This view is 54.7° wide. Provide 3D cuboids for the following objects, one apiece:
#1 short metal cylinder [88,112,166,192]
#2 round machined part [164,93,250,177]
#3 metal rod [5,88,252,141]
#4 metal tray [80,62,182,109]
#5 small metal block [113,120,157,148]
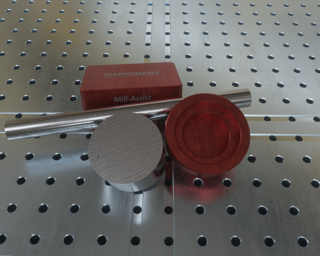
[{"bbox_3d":[-0.035,0.029,0.352,0.080,0.050,0.080,-2,68,5],"label":"short metal cylinder"},{"bbox_3d":[0.054,0.011,0.373,0.099,0.042,0.098,1,72,-4],"label":"round machined part"},{"bbox_3d":[-0.032,-0.019,0.389,0.302,0.025,0.025,-8,51,-8],"label":"metal rod"},{"bbox_3d":[-0.040,-0.061,0.437,0.131,0.030,0.090,-3,32,-4],"label":"metal tray"},{"bbox_3d":[-0.035,0.009,0.410,0.050,0.025,0.050,14,51,11],"label":"small metal block"}]
